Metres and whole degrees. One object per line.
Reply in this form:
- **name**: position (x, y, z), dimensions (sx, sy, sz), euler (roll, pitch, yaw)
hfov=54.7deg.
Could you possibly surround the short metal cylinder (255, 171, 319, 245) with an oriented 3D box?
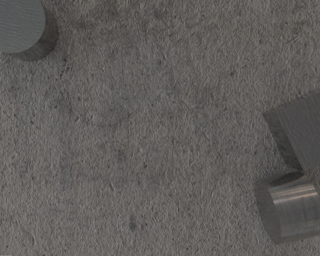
- **short metal cylinder**: position (0.157, 0.098, 0.384), dimensions (0.050, 0.080, 0.080), euler (-12, 90, 0)

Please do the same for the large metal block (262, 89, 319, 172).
- **large metal block**: position (0.193, 0.000, 0.399), dimensions (0.080, 0.050, 0.080), euler (-25, 90, 0)

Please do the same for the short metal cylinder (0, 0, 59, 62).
- **short metal cylinder**: position (-0.178, -0.130, 0.396), dimensions (0.081, 0.050, 0.080), euler (0, 90, 0)
